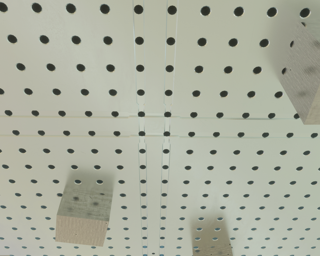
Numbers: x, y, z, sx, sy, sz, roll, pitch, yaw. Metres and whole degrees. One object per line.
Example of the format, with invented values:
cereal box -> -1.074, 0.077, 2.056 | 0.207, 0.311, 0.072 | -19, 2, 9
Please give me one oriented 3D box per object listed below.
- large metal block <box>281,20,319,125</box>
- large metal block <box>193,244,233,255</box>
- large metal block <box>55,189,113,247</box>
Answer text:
large metal block -> 0.175, -0.060, 0.328 | 0.050, 0.080, 0.079 | 0, 130, 0
large metal block -> 0.114, 0.291, 0.625 | 0.080, 0.080, 0.050 | -13, 129, 10
large metal block -> -0.129, 0.154, 0.524 | 0.081, 0.050, 0.079 | 10, 129, -9
